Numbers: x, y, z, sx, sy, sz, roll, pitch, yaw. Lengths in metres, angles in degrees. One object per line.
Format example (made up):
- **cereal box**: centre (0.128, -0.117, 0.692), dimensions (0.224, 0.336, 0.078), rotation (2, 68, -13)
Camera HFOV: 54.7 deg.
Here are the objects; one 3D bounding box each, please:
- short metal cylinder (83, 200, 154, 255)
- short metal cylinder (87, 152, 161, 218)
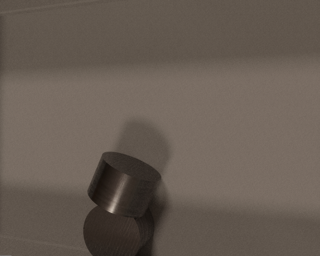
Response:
- **short metal cylinder**: centre (-0.054, 0.135, 0.415), dimensions (0.080, 0.050, 0.079), rotation (0, 90, 19)
- **short metal cylinder**: centre (-0.045, 0.070, 0.396), dimensions (0.080, 0.080, 0.050), rotation (26, 99, 18)
